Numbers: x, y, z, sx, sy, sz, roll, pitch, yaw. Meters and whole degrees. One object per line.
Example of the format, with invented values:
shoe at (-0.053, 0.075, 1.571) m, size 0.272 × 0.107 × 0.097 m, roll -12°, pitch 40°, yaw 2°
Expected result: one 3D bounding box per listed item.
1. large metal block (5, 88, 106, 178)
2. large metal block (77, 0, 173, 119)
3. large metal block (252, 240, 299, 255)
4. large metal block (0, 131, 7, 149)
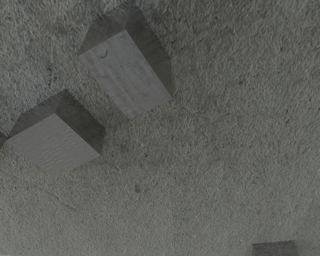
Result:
large metal block at (-0.129, 0.009, 0.397) m, size 0.080 × 0.050 × 0.080 m, roll -25°, pitch 126°, yaw 20°
large metal block at (-0.030, -0.070, 0.311) m, size 0.050 × 0.080 × 0.080 m, roll -24°, pitch 126°, yaw 19°
large metal block at (0.233, 0.275, 0.627) m, size 0.080 × 0.050 × 0.080 m, roll -8°, pitch 130°, yaw 6°
large metal block at (-0.267, 0.014, 0.400) m, size 0.080 × 0.050 × 0.080 m, roll -18°, pitch 128°, yaw 14°
